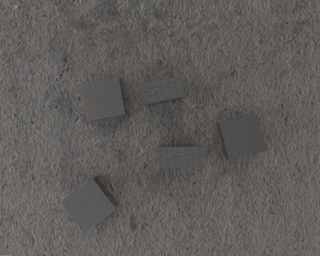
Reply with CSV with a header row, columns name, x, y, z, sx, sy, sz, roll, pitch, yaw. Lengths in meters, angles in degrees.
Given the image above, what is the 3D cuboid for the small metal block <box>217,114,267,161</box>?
name,x,y,z,sx,sy,sz,roll,pitch,yaw
small metal block,0.107,0.012,0.411,0.050,0.025,0.050,-14,90,0

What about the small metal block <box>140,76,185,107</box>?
name,x,y,z,sx,sy,sz,roll,pitch,yaw
small metal block,0.003,-0.046,0.397,0.050,0.050,0.025,-12,90,0

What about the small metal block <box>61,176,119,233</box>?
name,x,y,z,sx,sy,sz,roll,pitch,yaw
small metal block,-0.091,0.100,0.409,0.050,0.025,0.050,-37,90,0

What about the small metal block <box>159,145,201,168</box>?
name,x,y,z,sx,sy,sz,roll,pitch,yaw
small metal block,0.024,0.035,0.398,0.050,0.050,0.025,-1,90,0

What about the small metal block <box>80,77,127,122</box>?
name,x,y,z,sx,sy,sz,roll,pitch,yaw
small metal block,-0.074,-0.037,0.409,0.050,0.025,0.050,-10,90,0
